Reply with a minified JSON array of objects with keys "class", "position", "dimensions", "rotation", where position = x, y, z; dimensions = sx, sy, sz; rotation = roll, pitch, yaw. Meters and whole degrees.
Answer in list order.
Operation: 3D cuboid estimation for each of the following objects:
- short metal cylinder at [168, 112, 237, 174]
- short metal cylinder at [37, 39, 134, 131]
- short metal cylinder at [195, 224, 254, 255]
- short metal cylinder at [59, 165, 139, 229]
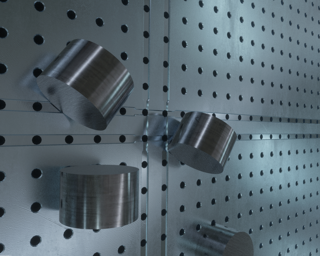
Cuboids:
[{"class":"short metal cylinder","position":[0.058,0.021,0.424],"dimensions":[0.080,0.080,0.050],"rotation":[43,64,-32]},{"class":"short metal cylinder","position":[-0.074,-0.042,0.313],"dimensions":[0.080,0.080,0.050],"rotation":[47,62,-30]},{"class":"short metal cylinder","position":[0.101,0.195,0.481],"dimensions":[0.081,0.050,0.079],"rotation":[0,90,-40]},{"class":"short metal cylinder","position":[-0.062,0.068,0.323],"dimensions":[0.081,0.080,0.050],"rotation":[1,90,-40]}]
